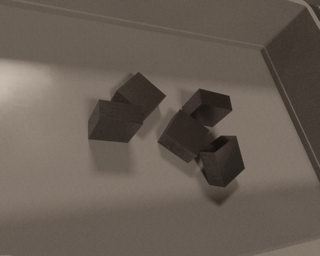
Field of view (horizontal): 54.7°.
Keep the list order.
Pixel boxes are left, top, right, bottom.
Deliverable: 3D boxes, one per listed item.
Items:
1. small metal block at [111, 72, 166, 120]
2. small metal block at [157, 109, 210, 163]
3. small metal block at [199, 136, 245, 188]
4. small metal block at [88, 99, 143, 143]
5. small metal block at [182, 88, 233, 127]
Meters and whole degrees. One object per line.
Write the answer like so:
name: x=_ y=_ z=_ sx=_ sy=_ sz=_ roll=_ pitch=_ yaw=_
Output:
small metal block: x=-0.028 y=-0.040 z=0.416 sx=0.050 sy=0.025 sz=0.050 roll=41 pitch=51 yaw=-1
small metal block: x=0.032 y=0.011 z=0.418 sx=0.050 sy=0.025 sz=0.050 roll=36 pitch=51 yaw=-5
small metal block: x=0.084 y=0.043 z=0.412 sx=0.050 sy=0.025 sz=0.050 roll=-31 pitch=109 yaw=-38
small metal block: x=-0.054 y=-0.006 z=0.366 sx=0.050 sy=0.050 sz=0.025 roll=7 pitch=59 yaw=-25
small metal block: x=0.066 y=-0.027 z=0.444 sx=0.050 sy=0.050 sz=0.025 roll=10 pitch=58 yaw=-23
